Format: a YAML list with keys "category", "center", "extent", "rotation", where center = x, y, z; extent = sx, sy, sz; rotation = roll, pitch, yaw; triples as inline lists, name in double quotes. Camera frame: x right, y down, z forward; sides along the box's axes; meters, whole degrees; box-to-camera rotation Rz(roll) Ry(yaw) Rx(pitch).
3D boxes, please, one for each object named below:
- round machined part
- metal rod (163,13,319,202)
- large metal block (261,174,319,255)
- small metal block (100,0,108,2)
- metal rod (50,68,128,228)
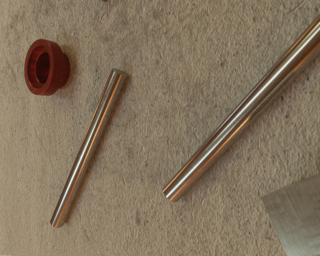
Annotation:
- category: "round machined part"
  center: [-0.198, -0.106, 0.554]
  extent: [0.098, 0.042, 0.097]
  rotation: [0, 90, 39]
- category: "metal rod"
  center: [0.096, -0.022, 0.324]
  extent: [0.298, 0.025, 0.025]
  rotation: [-52, 60, 27]
- category: "large metal block"
  center: [0.143, 0.061, 0.250]
  extent: [0.080, 0.081, 0.050]
  rotation: [-32, 70, 35]
- category: "small metal block"
  center: [-0.086, -0.232, 0.473]
  extent: [0.050, 0.025, 0.050]
  rotation: [-36, 68, 34]
- category: "metal rod"
  center: [-0.121, 0.044, 0.501]
  extent: [0.025, 0.025, 0.298]
  rotation: [40, 114, 32]
